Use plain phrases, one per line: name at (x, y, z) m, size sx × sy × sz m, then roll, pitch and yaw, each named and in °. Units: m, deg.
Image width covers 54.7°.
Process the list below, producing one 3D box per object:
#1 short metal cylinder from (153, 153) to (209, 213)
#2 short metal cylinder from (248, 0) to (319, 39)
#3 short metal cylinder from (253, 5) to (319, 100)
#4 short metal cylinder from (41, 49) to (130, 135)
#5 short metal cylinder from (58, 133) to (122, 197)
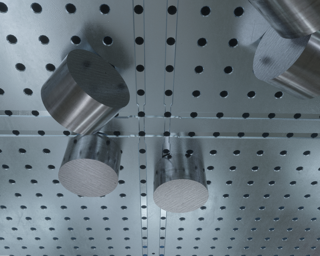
short metal cylinder at (0.030, 0.084, 0.467) m, size 0.081 × 0.050 × 0.079 m, roll 0°, pitch 130°, yaw 0°
short metal cylinder at (0.123, -0.126, 0.270) m, size 0.050 × 0.080 × 0.080 m, roll 35°, pitch 122°, yaw -26°
short metal cylinder at (0.141, -0.075, 0.314) m, size 0.050 × 0.080 × 0.080 m, roll 22°, pitch 127°, yaw -18°
short metal cylinder at (-0.081, -0.039, 0.341) m, size 0.080 × 0.080 × 0.050 m, roll 35°, pitch 122°, yaw -26°
short metal cylinder at (-0.097, 0.053, 0.439) m, size 0.081 × 0.050 × 0.079 m, roll 0°, pitch 130°, yaw 0°
